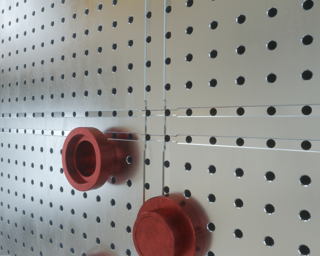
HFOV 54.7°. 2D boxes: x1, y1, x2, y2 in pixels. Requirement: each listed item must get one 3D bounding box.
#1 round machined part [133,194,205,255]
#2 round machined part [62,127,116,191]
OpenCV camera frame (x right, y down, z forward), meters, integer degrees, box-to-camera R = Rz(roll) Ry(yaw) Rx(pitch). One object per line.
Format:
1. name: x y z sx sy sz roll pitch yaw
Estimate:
1. round machined part: 0.004 0.136 0.394 0.098 0.042 0.097 0 90 39
2. round machined part: -0.107 0.047 0.484 0.098 0.042 0.097 0 90 39
